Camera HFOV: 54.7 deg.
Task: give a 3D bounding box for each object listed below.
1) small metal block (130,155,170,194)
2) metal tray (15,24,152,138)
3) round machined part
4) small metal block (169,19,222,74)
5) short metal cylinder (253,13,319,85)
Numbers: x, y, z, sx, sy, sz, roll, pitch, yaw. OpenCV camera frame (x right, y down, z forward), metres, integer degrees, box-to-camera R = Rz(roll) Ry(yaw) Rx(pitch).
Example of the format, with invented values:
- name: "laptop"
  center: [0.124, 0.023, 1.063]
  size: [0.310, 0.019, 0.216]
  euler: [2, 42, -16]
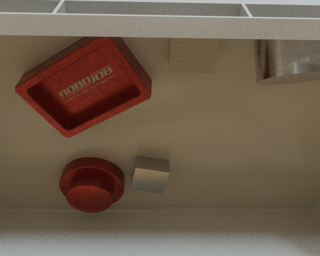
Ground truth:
- name: "small metal block"
  center: [-0.016, 0.071, 0.470]
  size: [0.050, 0.025, 0.050]
  euler: [10, 130, -9]
- name: "metal tray"
  center: [-0.087, -0.049, 0.362]
  size: [0.130, 0.030, 0.090]
  euler: [-24, 126, 19]
- name: "round machined part"
  center: [-0.105, 0.094, 0.476]
  size: [0.099, 0.042, 0.097]
  euler: [-1, 130, 0]
- name: "small metal block"
  center: [0.036, -0.088, 0.335]
  size: [0.050, 0.025, 0.050]
  euler: [1, 130, -2]
- name: "short metal cylinder"
  center: [0.135, -0.073, 0.304]
  size: [0.080, 0.080, 0.050]
  euler: [-4, 90, 3]
